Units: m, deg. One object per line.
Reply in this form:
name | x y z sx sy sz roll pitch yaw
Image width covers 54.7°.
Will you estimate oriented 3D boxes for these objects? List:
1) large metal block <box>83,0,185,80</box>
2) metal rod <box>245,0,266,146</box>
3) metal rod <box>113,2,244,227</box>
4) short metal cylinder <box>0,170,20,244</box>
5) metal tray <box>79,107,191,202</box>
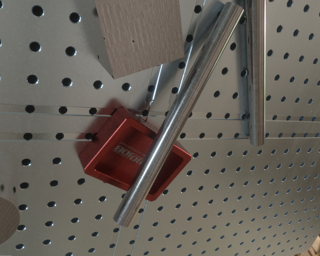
large metal block | -0.026 -0.106 0.316 0.081 0.050 0.079 -21 127 -16
metal rod | 0.133 -0.094 0.427 0.025 0.025 0.298 -25 128 -14
metal rod | 0.021 -0.013 0.383 0.025 0.025 0.299 25 95 -37
short metal cylinder | -0.201 0.089 0.341 0.081 0.050 0.079 -14 125 -21
metal tray | -0.029 0.041 0.418 0.130 0.030 0.090 34 99 -39
